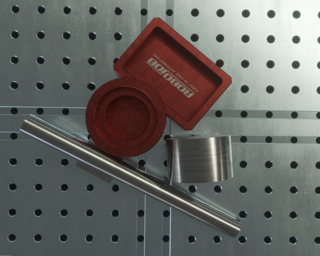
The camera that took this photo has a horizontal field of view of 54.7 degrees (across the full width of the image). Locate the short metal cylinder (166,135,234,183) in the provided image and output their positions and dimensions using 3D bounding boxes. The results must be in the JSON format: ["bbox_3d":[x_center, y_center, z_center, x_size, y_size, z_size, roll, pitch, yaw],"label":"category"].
[{"bbox_3d":[0.049,0.036,0.385,0.081,0.080,0.050,-4,90,-1],"label":"short metal cylinder"}]

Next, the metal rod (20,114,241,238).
[{"bbox_3d":[-0.029,0.065,0.393,0.301,0.025,0.025,28,90,-9],"label":"metal rod"}]

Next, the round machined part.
[{"bbox_3d":[-0.041,-0.013,0.396,0.099,0.042,0.097,0,90,1],"label":"round machined part"}]

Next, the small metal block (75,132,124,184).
[{"bbox_3d":[-0.075,0.038,0.413,0.050,0.025,0.050,28,90,-1],"label":"small metal block"}]

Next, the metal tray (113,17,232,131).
[{"bbox_3d":[0.016,-0.069,0.410,0.130,0.030,0.090,40,89,0],"label":"metal tray"}]
